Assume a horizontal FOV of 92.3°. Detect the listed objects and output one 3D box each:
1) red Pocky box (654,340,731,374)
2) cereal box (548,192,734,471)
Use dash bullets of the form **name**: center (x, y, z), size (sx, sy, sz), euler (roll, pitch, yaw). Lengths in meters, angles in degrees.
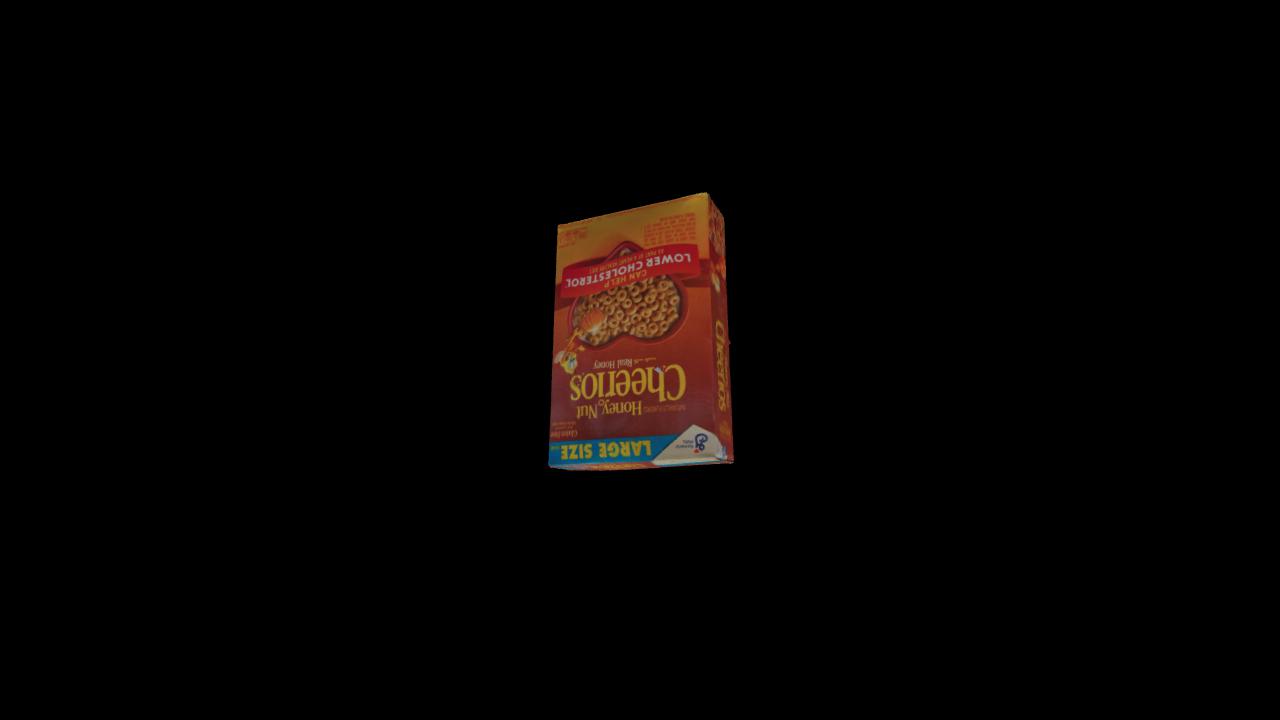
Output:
- **red Pocky box**: center (0.043, 0.010, 0.740), size (0.083, 0.028, 0.155), euler (-37, -4, 39)
- **cereal box**: center (0.000, -0.027, 0.722), size (0.203, 0.306, 0.081), euler (-6, -16, 24)
